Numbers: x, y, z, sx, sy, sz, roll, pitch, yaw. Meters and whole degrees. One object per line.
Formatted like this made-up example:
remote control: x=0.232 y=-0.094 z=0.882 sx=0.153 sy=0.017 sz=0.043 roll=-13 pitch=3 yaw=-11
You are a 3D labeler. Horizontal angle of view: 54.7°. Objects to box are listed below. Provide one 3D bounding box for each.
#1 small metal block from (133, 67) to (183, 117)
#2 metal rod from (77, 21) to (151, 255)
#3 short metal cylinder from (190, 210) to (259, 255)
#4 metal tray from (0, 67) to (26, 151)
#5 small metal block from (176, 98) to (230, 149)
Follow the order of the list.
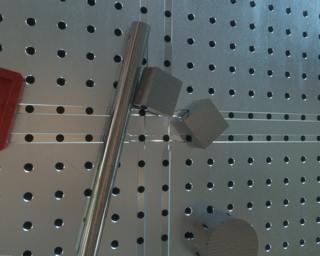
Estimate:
small metal block: x=-0.002 y=-0.046 z=0.403 sx=0.050 sy=0.025 sz=0.050 roll=22 pitch=82 yaw=-43
metal rod: x=-0.057 y=0.012 z=0.392 sx=0.025 sy=0.025 sz=0.298 roll=14 pitch=85 yaw=-20
short metal cylinder: x=0.089 y=0.161 z=0.434 sx=0.081 sy=0.050 sz=0.079 roll=0 pitch=90 yaw=-20
metal tray: x=-0.223 y=-0.032 z=0.327 sx=0.131 sy=0.030 sz=0.090 roll=15 pitch=85 yaw=-20
small metal block: x=0.061 y=-0.006 z=0.436 sx=0.050 sy=0.025 sz=0.050 roll=-42 pitch=104 yaw=-15
